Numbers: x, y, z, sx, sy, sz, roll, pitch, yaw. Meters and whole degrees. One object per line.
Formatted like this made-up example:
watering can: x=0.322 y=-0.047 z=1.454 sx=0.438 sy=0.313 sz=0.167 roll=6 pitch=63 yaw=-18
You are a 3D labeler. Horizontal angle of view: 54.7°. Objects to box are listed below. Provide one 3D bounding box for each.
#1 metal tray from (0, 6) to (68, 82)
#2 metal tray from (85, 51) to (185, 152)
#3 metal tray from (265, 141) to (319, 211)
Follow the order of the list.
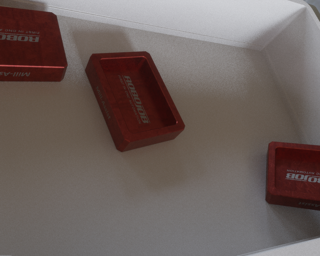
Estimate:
metal tray: x=-0.185 y=-0.100 z=0.364 sx=0.131 sy=0.030 sz=0.090 roll=-5 pitch=64 yaw=-31
metal tray: x=-0.034 y=-0.040 z=0.409 sx=0.091 sy=0.030 sz=0.130 roll=-12 pitch=68 yaw=-34
metal tray: x=0.220 y=0.068 z=0.437 sx=0.131 sy=0.030 sz=0.090 roll=5 pitch=52 yaw=15
